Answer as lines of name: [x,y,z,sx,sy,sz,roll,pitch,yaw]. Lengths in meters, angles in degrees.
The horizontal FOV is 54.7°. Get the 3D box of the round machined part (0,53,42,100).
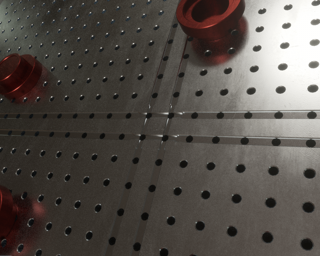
round machined part: [-0.287,-0.108,0.611,0.098,0.042,0.098,-13,56,20]

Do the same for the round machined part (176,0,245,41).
round machined part: [0.077,-0.170,0.460,0.098,0.042,0.098,-13,56,20]

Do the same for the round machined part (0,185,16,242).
round machined part: [-0.250,0.130,0.446,0.098,0.042,0.098,-13,56,20]
